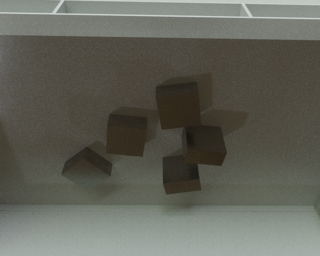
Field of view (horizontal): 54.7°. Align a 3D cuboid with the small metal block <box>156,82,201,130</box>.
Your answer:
[{"bbox_3d":[0.023,-0.027,0.386,0.050,0.025,0.050,-7,130,5],"label":"small metal block"}]

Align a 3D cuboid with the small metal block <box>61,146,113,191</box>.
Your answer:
[{"bbox_3d":[-0.108,0.061,0.460,0.050,0.025,0.050,-34,123,25],"label":"small metal block"}]

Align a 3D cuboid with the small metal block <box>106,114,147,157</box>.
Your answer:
[{"bbox_3d":[-0.045,0.011,0.418,0.050,0.025,0.050,6,130,-6],"label":"small metal block"}]

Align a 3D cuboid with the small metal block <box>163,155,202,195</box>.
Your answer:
[{"bbox_3d":[0.031,0.066,0.449,0.050,0.050,0.025,-9,130,7],"label":"small metal block"}]

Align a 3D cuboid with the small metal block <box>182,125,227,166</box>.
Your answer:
[{"bbox_3d":[0.057,0.022,0.412,0.050,0.050,0.025,6,130,-6],"label":"small metal block"}]
